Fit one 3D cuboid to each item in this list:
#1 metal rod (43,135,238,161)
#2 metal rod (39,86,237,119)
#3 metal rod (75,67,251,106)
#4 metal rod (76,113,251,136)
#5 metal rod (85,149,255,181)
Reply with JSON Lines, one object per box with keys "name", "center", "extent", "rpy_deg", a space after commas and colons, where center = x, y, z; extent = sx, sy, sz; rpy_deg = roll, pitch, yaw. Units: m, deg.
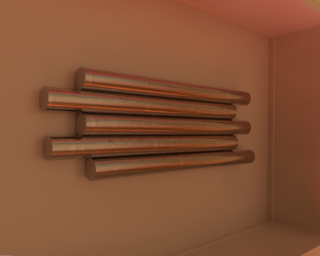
{"name": "metal rod", "center": [0.002, 0.022, 0.409], "extent": [0.302, 0.025, 0.025], "rpy_deg": [1, 90, -40]}
{"name": "metal rod", "center": [0.000, -0.027, 0.406], "extent": [0.302, 0.025, 0.025], "rpy_deg": [1, 90, -40]}
{"name": "metal rod", "center": [0.029, -0.052, 0.431], "extent": [0.302, 0.025, 0.025], "rpy_deg": [1, 90, -40]}
{"name": "metal rod", "center": [0.030, -0.002, 0.432], "extent": [0.302, 0.025, 0.025], "rpy_deg": [1, 90, -40]}
{"name": "metal rod", "center": [0.039, 0.048, 0.440], "extent": [0.302, 0.025, 0.025], "rpy_deg": [1, 90, -40]}
